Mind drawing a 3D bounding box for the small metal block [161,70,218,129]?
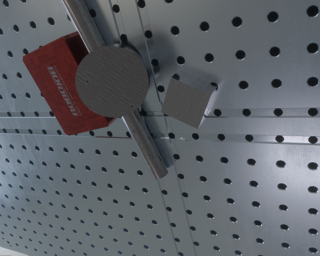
[{"bbox_3d":[0.034,-0.034,0.372,0.050,0.025,0.050,25,127,12],"label":"small metal block"}]

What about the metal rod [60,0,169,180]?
[{"bbox_3d":[-0.061,-0.060,0.405,0.025,0.025,0.299,-13,112,33],"label":"metal rod"}]

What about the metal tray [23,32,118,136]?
[{"bbox_3d":[-0.125,-0.057,0.438,0.090,0.030,0.129,-12,113,33],"label":"metal tray"}]

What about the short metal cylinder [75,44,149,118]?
[{"bbox_3d":[-0.054,-0.058,0.366,0.081,0.050,0.079,-1,109,-3],"label":"short metal cylinder"}]
